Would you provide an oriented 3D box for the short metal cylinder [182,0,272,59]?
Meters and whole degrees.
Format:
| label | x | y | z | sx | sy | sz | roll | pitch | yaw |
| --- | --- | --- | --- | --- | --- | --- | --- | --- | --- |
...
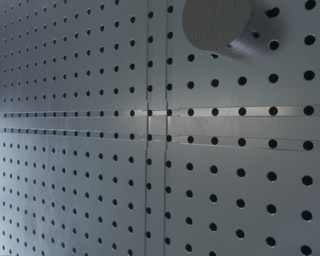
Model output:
| label | x | y | z | sx | sy | sz | roll | pitch | yaw |
| --- | --- | --- | --- | --- | --- | --- | --- | --- | --- |
| short metal cylinder | 0.071 | -0.119 | 0.334 | 0.080 | 0.050 | 0.079 | 0 | 90 | 40 |
